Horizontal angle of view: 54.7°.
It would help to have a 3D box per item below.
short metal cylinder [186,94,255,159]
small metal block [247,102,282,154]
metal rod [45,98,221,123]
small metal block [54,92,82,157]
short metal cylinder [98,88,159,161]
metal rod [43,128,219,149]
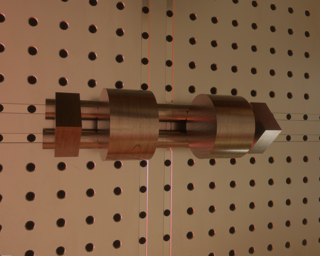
[{"bbox_3d":[0.073,-0.002,0.387,0.050,0.080,0.079,1,90,-20],"label":"short metal cylinder"},{"bbox_3d":[0.132,0.000,0.424,0.025,0.050,0.050,1,49,-20],"label":"small metal block"},{"bbox_3d":[0.008,-0.020,0.415,0.302,0.025,0.025,1,90,-20],"label":"metal rod"},{"bbox_3d":[-0.101,-0.003,0.338,0.025,0.050,0.050,1,48,-20],"label":"small metal block"},{"bbox_3d":[-0.038,-0.003,0.346,0.050,0.080,0.079,1,90,-20],"label":"short metal cylinder"},{"bbox_3d":[0.005,0.015,0.414,0.302,0.025,0.025,1,90,-20],"label":"metal rod"}]
